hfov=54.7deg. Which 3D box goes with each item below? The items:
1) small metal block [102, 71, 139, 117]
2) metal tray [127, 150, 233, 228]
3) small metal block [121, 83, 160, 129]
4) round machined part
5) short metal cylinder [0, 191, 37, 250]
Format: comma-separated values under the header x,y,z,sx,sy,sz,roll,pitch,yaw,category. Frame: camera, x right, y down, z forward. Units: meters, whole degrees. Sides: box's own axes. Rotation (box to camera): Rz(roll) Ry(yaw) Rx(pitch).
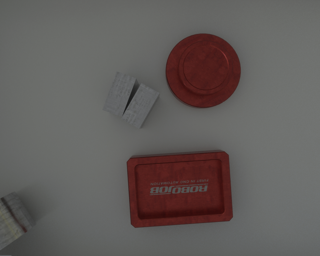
x,y,z,sx,sy,sz,roll,pitch,yaw,category
-0.049,-0.041,0.398,0.025,0.050,0.050,20,90,0,small metal block
0.025,0.078,0.409,0.131,0.030,0.089,-4,90,-1,metal tray
-0.024,-0.027,0.399,0.025,0.050,0.050,30,90,-1,small metal block
0.057,-0.075,0.404,0.099,0.042,0.097,0,90,-1,round machined part
-0.203,0.122,0.381,0.080,0.080,0.050,-33,91,0,short metal cylinder
